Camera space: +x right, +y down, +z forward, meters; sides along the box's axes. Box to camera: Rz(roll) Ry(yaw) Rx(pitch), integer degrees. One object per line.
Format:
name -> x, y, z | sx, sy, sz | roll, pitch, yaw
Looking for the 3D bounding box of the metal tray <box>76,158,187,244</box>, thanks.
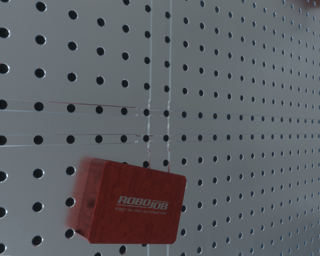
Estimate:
metal tray -> -0.029, 0.093, 0.382 | 0.131, 0.030, 0.090 | 18, 79, -39
